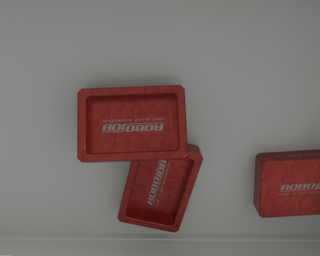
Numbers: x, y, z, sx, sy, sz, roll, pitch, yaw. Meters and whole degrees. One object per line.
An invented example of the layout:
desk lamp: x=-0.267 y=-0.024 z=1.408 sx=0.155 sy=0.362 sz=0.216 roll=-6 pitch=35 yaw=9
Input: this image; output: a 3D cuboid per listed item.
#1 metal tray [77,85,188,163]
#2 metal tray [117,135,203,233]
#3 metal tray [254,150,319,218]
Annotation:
metal tray: x=-0.034 y=-0.004 z=0.385 sx=0.131 sy=0.030 sz=0.090 roll=-2 pitch=81 yaw=0
metal tray: x=-0.002 y=0.080 z=0.437 sx=0.091 sy=0.030 sz=0.129 roll=13 pitch=110 yaw=-6
metal tray: x=0.204 y=0.079 z=0.441 sx=0.131 sy=0.030 sz=0.089 roll=-4 pitch=110 yaw=1
